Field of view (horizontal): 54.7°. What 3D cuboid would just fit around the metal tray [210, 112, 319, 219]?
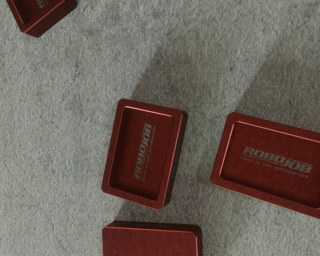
[{"bbox_3d":[0.134,0.040,0.359,0.130,0.030,0.089,16,95,18],"label":"metal tray"}]

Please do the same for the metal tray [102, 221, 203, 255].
[{"bbox_3d":[-0.010,0.174,0.409,0.130,0.030,0.089,-3,89,19],"label":"metal tray"}]

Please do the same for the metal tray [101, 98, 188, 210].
[{"bbox_3d":[-0.021,0.032,0.412,0.090,0.030,0.129,13,94,19],"label":"metal tray"}]

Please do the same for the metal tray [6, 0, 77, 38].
[{"bbox_3d":[-0.193,-0.217,0.472,0.090,0.030,0.130,-31,80,17],"label":"metal tray"}]
